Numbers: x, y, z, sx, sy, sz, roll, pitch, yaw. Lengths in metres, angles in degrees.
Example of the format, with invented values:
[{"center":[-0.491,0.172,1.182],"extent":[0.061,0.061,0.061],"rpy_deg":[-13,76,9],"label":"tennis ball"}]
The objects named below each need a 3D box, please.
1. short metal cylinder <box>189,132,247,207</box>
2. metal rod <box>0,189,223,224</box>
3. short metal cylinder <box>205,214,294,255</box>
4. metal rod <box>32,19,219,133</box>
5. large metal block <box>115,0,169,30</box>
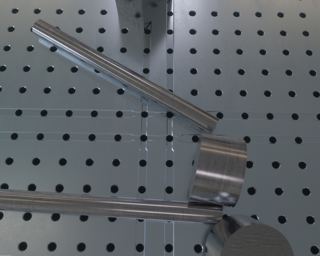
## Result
[{"center":[0.066,0.049,0.365],"extent":[0.050,0.080,0.080],"rpy_deg":[11,71,4],"label":"short metal cylinder"},{"center":[-0.077,0.094,0.376],"extent":[0.302,0.025,0.025],"rpy_deg":[4,70,1],"label":"metal rod"},{"center":[0.095,0.140,0.337],"extent":[0.081,0.050,0.080],"rpy_deg":[1,85,-8],"label":"short metal cylinder"},{"center":[-0.055,-0.076,0.439],"extent":[0.301,0.025,0.025],"rpy_deg":[30,73,10],"label":"metal rod"},{"center":[-0.023,-0.210,0.459],"extent":[0.050,0.080,0.080],"rpy_deg":[32,73,11],"label":"large metal block"}]
